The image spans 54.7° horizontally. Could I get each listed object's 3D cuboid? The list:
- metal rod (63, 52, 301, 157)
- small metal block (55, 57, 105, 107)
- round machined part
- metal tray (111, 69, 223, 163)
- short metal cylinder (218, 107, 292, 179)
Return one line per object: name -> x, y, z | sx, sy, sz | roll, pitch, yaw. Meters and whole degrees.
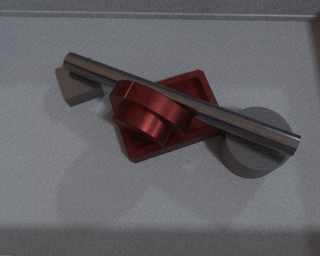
metal rod -> 0.015, -0.035, 0.377 | 0.301, 0.025, 0.025 | 22, 71, 14
small metal block -> -0.111, -0.064, 0.430 | 0.050, 0.025, 0.050 | -21, 72, -8
round machined part -> -0.016, -0.012, 0.360 | 0.098, 0.098, 0.042 | 26, 80, 9
metal tray -> 0.010, -0.017, 0.411 | 0.131, 0.030, 0.090 | -18, 71, -7
short metal cylinder -> 0.118, 0.020, 0.389 | 0.081, 0.050, 0.080 | 0, 70, 0
